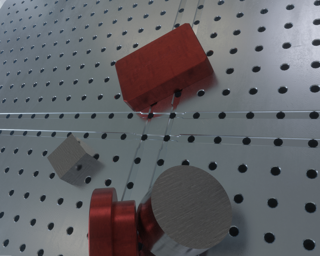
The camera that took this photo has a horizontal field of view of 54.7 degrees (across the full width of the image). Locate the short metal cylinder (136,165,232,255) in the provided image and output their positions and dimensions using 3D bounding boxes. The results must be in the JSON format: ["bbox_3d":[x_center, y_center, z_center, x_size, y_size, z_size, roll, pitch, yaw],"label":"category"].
[{"bbox_3d":[0.022,0.083,0.303,0.081,0.050,0.080,12,52,-15],"label":"short metal cylinder"}]

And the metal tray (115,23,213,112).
[{"bbox_3d":[0.002,-0.090,0.459,0.130,0.030,0.090,-26,53,11],"label":"metal tray"}]

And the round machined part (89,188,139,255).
[{"bbox_3d":[-0.045,0.112,0.324,0.042,0.098,0.098,-4,56,-4],"label":"round machined part"}]

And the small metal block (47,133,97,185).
[{"bbox_3d":[-0.128,0.044,0.448,0.050,0.025,0.050,-45,51,-4],"label":"small metal block"}]
